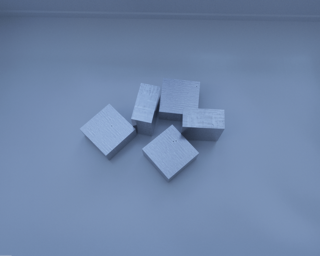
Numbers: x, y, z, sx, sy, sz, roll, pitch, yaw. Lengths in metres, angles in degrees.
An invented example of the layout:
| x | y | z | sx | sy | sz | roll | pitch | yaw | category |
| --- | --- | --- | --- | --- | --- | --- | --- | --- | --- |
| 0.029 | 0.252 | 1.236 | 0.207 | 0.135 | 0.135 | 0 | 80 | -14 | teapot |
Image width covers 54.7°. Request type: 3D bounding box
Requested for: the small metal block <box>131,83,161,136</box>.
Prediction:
| x | y | z | sx | sy | sz | roll | pitch | yaw | category |
| --- | --- | --- | --- | --- | --- | --- | --- | --- | --- |
| -0.017 | -0.023 | 0.402 | 0.025 | 0.050 | 0.050 | 12 | 71 | 4 | small metal block |

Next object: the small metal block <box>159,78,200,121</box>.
| x | y | z | sx | sy | sz | roll | pitch | yaw | category |
| --- | --- | --- | --- | --- | --- | --- | --- | --- | --- |
| 0.026 | -0.038 | 0.422 | 0.050 | 0.025 | 0.050 | 6 | 70 | 2 | small metal block |

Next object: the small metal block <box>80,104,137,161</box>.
| x | y | z | sx | sy | sz | roll | pitch | yaw | category |
| --- | --- | --- | --- | --- | --- | --- | --- | --- | --- |
| -0.067 | 0.005 | 0.405 | 0.050 | 0.025 | 0.050 | -43 | 76 | -14 | small metal block |

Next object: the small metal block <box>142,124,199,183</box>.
| x | y | z | sx | sy | sz | roll | pitch | yaw | category |
| --- | --- | --- | --- | --- | --- | --- | --- | --- | --- |
| 0.013 | 0.033 | 0.395 | 0.050 | 0.025 | 0.050 | -39 | 75 | -13 | small metal block |

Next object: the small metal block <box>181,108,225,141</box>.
| x | y | z | sx | sy | sz | roll | pitch | yaw | category |
| --- | --- | --- | --- | --- | --- | --- | --- | --- | --- |
| 0.052 | -0.003 | 0.396 | 0.050 | 0.050 | 0.025 | 3 | 70 | 1 | small metal block |
